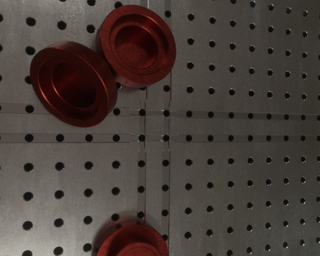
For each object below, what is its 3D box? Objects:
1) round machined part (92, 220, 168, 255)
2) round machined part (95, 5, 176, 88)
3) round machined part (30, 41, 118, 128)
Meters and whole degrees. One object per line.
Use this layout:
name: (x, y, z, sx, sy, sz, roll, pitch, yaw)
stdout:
round machined part: (-0.034, 0.171, 0.392, 0.099, 0.042, 0.097, 0, 90, -21)
round machined part: (-0.032, -0.097, 0.387, 0.099, 0.042, 0.097, 4, 81, -27)
round machined part: (-0.092, -0.052, 0.351, 0.098, 0.098, 0.042, 49, 40, -14)
